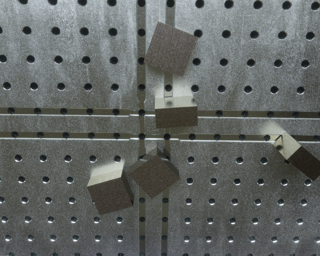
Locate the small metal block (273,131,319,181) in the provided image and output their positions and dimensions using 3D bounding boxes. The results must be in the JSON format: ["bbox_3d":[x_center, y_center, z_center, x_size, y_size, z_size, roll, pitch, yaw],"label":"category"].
[{"bbox_3d":[0.187,0.037,0.416,0.050,0.050,0.025,36,106,-13],"label":"small metal block"}]

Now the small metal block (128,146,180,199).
[{"bbox_3d":[-0.008,0.063,0.437,0.050,0.025,0.050,-37,106,12],"label":"small metal block"}]

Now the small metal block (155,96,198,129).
[{"bbox_3d":[0.020,-0.021,0.393,0.050,0.050,0.025,-4,110,1],"label":"small metal block"}]

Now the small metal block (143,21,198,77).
[{"bbox_3d":[0.013,-0.097,0.378,0.050,0.025,0.050,19,109,-8],"label":"small metal block"}]

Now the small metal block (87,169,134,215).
[{"bbox_3d":[-0.070,0.092,0.447,0.050,0.025,0.050,-17,110,5],"label":"small metal block"}]
